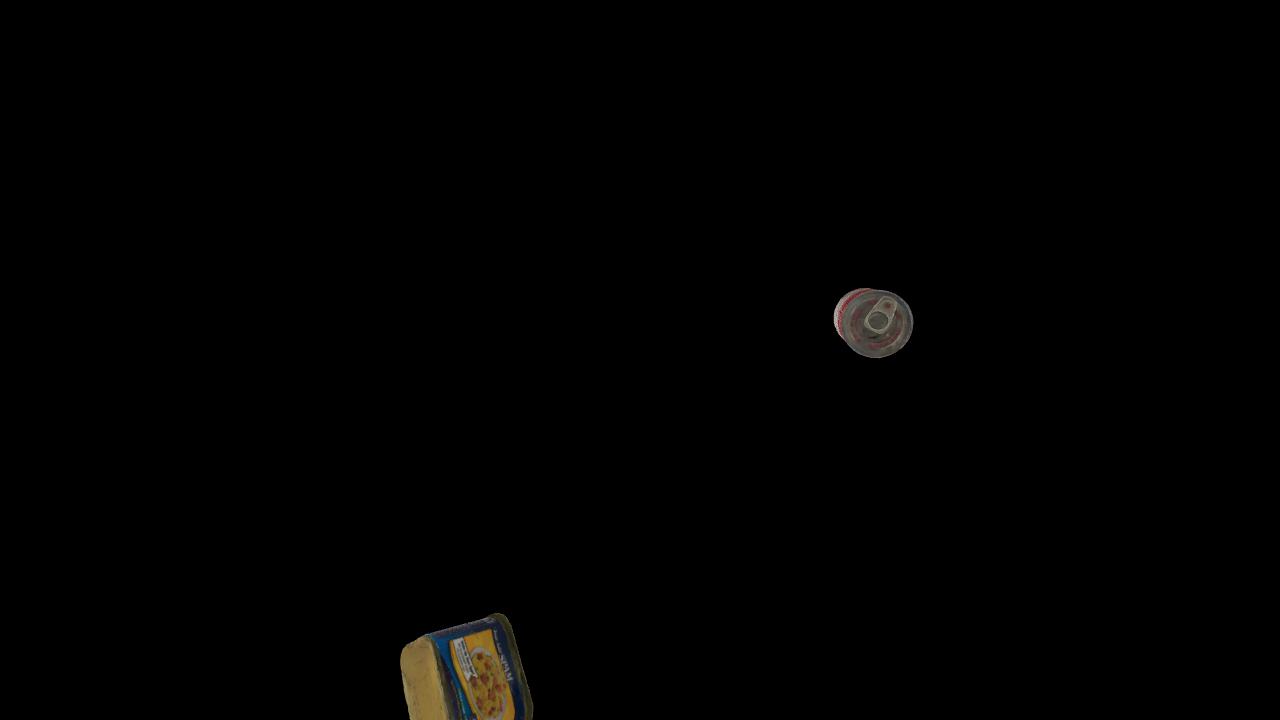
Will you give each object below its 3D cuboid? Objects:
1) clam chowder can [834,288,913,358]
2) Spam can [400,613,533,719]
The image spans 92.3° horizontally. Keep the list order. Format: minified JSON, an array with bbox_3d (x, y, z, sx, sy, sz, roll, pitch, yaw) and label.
[{"bbox_3d":[0.243,-0.042,0.651,0.068,0.068,0.102,0,8,12],"label":"clam chowder can"},{"bbox_3d":[-0.152,0.284,0.537,0.058,0.101,0.085,-36,-25,26],"label":"Spam can"}]
